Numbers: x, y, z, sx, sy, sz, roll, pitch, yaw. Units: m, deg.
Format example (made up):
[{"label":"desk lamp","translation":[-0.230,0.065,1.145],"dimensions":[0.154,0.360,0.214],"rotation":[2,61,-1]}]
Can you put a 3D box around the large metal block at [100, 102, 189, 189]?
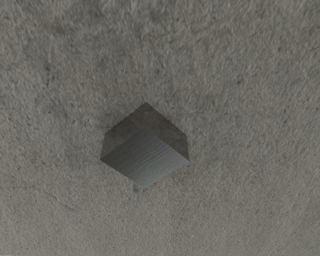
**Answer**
[{"label":"large metal block","translation":[-0.019,0.025,0.412],"dimensions":[0.080,0.050,0.080],"rotation":[-36,122,26]}]
